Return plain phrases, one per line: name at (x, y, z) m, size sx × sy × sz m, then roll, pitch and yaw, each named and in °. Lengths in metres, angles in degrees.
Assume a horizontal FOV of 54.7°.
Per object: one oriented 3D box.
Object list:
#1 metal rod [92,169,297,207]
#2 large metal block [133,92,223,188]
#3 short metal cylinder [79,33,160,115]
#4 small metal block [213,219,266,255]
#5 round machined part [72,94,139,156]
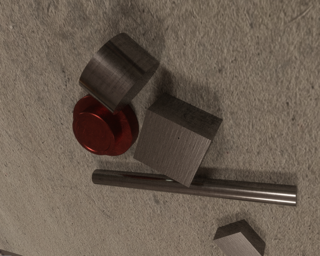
metal rod at (0.030, 0.081, 0.439) m, size 0.300 × 0.025 × 0.025 m, roll 0°, pitch 119°, yaw 27°
large metal block at (0.021, 0.014, 0.387) m, size 0.080 × 0.050 × 0.079 m, roll 27°, pitch 128°, yaw 11°
short metal cylinder at (-0.046, -0.061, 0.356) m, size 0.050 × 0.080 × 0.080 m, roll 41°, pitch 129°, yaw -1°
small metal block at (0.115, 0.165, 0.448) m, size 0.050 × 0.025 × 0.050 m, roll 49°, pitch 128°, yaw -7°
round machined part at (-0.083, -0.001, 0.437) m, size 0.098 × 0.042 × 0.097 m, roll 13°, pitch 124°, yaw 20°
